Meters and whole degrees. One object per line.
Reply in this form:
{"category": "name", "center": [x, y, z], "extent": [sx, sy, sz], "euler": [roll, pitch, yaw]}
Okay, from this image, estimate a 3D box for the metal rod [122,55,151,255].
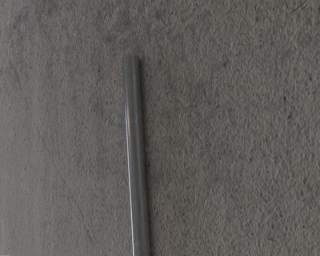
{"category": "metal rod", "center": [-0.033, 0.049, 0.433], "extent": [0.025, 0.025, 0.298], "euler": [-6, 86, 40]}
